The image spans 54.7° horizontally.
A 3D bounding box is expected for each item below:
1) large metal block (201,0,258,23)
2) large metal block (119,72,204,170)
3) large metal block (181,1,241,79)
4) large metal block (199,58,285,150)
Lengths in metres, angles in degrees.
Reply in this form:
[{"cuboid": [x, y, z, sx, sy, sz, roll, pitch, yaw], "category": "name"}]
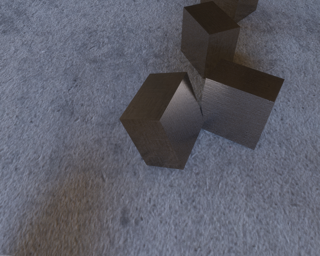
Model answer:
[{"cuboid": [0.136, -0.252, 0.600, 0.080, 0.050, 0.080, 36, 58, 26], "category": "large metal block"}, {"cuboid": [0.007, -0.009, 0.367, 0.050, 0.080, 0.080, 3, 47, 31], "category": "large metal block"}, {"cuboid": [0.075, -0.138, 0.484, 0.050, 0.080, 0.080, -18, 53, -15], "category": "large metal block"}, {"cuboid": [0.098, -0.030, 0.391, 0.080, 0.079, 0.050, 23, 48, 18], "category": "large metal block"}]
